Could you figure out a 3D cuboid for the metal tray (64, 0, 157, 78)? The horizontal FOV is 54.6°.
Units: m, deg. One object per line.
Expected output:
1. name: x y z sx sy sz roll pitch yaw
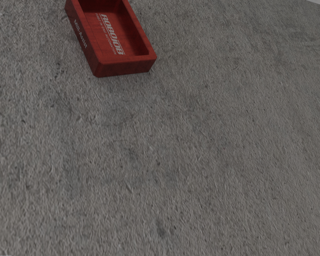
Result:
1. metal tray: -0.071 -0.137 0.445 0.091 0.030 0.130 -14 69 -34
